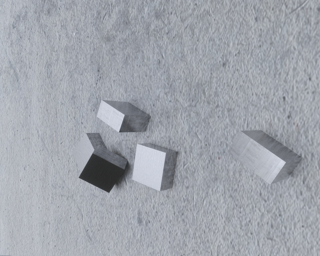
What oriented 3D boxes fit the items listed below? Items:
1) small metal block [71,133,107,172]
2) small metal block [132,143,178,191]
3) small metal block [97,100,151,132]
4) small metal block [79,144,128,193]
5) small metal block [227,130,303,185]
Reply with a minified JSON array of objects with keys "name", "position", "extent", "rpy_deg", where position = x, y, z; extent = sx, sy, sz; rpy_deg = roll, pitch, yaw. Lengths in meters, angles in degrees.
[{"name":"small metal block","position":[-0.111,0.043,0.496],"extent":[0.050,0.025,0.050],"rpy_deg":[-46,63,30]},{"name":"small metal block","position":[-0.007,0.050,0.411],"extent":[0.050,0.025,0.050],"rpy_deg":[14,99,39]},{"name":"small metal block","position":[-0.050,-0.016,0.430],"extent":[0.050,0.050,0.025],"rpy_deg":[32,110,35]},{"name":"small metal block","position":[-0.083,0.060,0.456],"extent":[0.050,0.025,0.050],"rpy_deg":[29,115,-9]},{"name":"small metal block","position":[0.103,0.026,0.303],"extent":[0.050,0.050,0.025],"rpy_deg":[40,115,32]}]
